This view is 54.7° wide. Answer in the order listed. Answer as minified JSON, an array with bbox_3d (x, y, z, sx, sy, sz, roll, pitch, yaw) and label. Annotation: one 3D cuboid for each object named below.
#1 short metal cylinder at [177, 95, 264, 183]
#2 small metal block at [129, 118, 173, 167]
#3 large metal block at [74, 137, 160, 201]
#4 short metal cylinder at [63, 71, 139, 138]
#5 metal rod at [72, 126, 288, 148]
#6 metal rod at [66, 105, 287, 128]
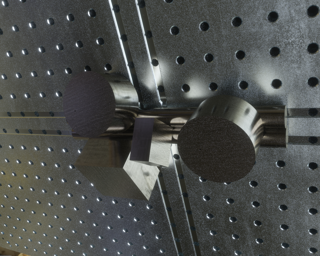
[{"bbox_3d":[0.065,0.011,0.331,0.080,0.050,0.079,13,124,21],"label":"short metal cylinder"},{"bbox_3d":[-0.009,0.018,0.370,0.025,0.050,0.050,1,77,28],"label":"small metal block"},{"bbox_3d":[-0.058,0.057,0.439,0.080,0.050,0.080,-1,138,28],"label":"large metal block"},{"bbox_3d":[-0.074,-0.030,0.393,0.080,0.050,0.079,3,96,27],"label":"short metal cylinder"},{"bbox_3d":[0.006,0.008,0.409,0.300,0.025,0.025,1,119,27],"label":"metal rod"},{"bbox_3d":[0.000,-0.014,0.398,0.300,0.025,0.025,1,119,27],"label":"metal rod"}]
